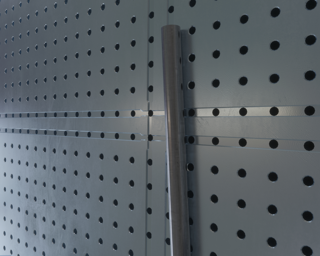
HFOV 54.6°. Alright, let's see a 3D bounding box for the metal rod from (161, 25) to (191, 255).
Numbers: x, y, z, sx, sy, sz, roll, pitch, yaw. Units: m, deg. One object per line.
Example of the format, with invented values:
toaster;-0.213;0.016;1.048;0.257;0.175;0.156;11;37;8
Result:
metal rod;0.020;0.021;0.393;0.025;0.025;0.298;-4;87;40
